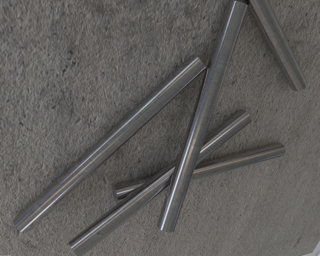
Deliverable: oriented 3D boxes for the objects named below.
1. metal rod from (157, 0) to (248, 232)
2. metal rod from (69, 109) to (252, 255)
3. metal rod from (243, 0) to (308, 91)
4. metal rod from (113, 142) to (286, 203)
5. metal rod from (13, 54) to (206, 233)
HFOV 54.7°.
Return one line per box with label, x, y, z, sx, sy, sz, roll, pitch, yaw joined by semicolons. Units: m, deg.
metal rod;0.050;-0.006;0.393;0.025;0.025;0.298;10;102;-33
metal rod;0.010;0.068;0.428;0.301;0.025;0.025;-36;130;-14
metal rod;0.128;-0.143;0.387;0.025;0.025;0.301;-46;129;4
metal rod;0.075;0.064;0.487;0.303;0.025;0.025;-11;123;-23
metal rod;-0.062;0.020;0.384;0.300;0.025;0.025;-42;129;1
